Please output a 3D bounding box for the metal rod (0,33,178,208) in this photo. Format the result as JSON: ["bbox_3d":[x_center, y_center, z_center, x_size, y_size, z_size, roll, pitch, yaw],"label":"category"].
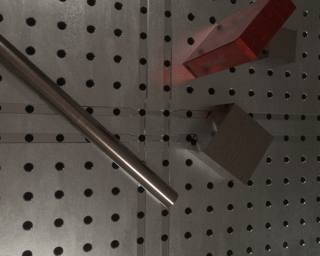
[{"bbox_3d":[-0.089,-0.003,0.380,0.300,0.025,0.025,44,76,-15],"label":"metal rod"}]

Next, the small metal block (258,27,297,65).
[{"bbox_3d":[0.183,-0.128,0.482,0.050,0.025,0.050,5,88,-20],"label":"small metal block"}]

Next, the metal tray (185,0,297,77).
[{"bbox_3d":[0.095,-0.115,0.393,0.030,0.130,0.090,44,76,-15],"label":"metal tray"}]

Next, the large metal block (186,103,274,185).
[{"bbox_3d":[0.099,0.022,0.438,0.080,0.050,0.080,38,78,-17],"label":"large metal block"}]
